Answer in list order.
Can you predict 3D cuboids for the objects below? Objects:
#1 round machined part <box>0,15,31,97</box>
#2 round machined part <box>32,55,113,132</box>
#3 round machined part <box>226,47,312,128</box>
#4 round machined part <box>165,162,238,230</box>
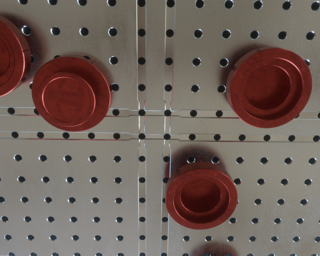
[{"bbox_3d":[-0.203,-0.088,0.369,0.099,0.042,0.097,0,110,-1],"label":"round machined part"},{"bbox_3d":[-0.111,-0.040,0.388,0.099,0.042,0.097,0,110,-1],"label":"round machined part"},{"bbox_3d":[0.132,-0.052,0.387,0.099,0.042,0.097,0,110,-1],"label":"round machined part"},{"bbox_3d":[0.056,0.091,0.439,0.099,0.042,0.097,0,110,-1],"label":"round machined part"}]
